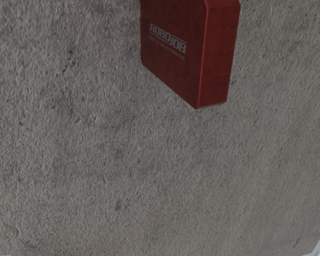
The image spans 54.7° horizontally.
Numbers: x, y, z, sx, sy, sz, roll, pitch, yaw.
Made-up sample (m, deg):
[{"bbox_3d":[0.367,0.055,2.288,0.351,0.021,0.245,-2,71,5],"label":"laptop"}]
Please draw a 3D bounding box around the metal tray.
[{"bbox_3d":[0.019,-0.085,0.297,0.030,0.130,0.089,-12,124,-22],"label":"metal tray"}]
